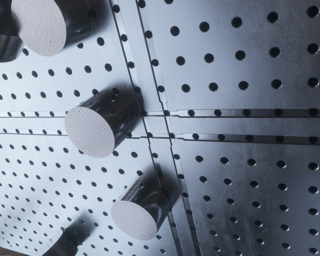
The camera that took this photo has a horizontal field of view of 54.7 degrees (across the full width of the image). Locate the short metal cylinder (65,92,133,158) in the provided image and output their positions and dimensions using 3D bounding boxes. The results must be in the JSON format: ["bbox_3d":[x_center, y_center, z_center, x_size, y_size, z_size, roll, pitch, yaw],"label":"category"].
[{"bbox_3d":[-0.085,-0.005,0.437,0.080,0.050,0.079,13,124,21],"label":"short metal cylinder"}]

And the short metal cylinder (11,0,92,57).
[{"bbox_3d":[-0.132,-0.134,0.382,0.080,0.050,0.079,13,124,21],"label":"short metal cylinder"}]

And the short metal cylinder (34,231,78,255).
[{"bbox_3d":[-0.222,0.268,0.659,0.080,0.080,0.050,-33,100,38],"label":"short metal cylinder"}]

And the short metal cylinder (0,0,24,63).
[{"bbox_3d":[-0.217,-0.133,0.408,0.080,0.080,0.050,45,129,-3],"label":"short metal cylinder"}]

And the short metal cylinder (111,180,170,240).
[{"bbox_3d":[-0.030,0.130,0.492,0.080,0.050,0.079,13,124,21],"label":"short metal cylinder"}]
